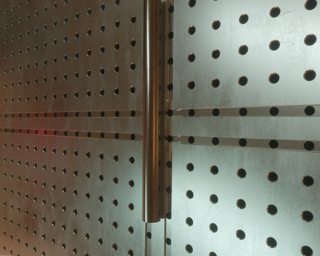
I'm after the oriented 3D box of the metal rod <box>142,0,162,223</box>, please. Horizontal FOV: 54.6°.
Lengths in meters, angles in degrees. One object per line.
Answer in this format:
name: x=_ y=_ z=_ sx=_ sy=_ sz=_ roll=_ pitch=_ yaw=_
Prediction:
metal rod: x=-0.011 y=-0.024 z=0.420 sx=0.025 sy=0.025 sz=0.298 roll=1 pitch=91 yaw=40
